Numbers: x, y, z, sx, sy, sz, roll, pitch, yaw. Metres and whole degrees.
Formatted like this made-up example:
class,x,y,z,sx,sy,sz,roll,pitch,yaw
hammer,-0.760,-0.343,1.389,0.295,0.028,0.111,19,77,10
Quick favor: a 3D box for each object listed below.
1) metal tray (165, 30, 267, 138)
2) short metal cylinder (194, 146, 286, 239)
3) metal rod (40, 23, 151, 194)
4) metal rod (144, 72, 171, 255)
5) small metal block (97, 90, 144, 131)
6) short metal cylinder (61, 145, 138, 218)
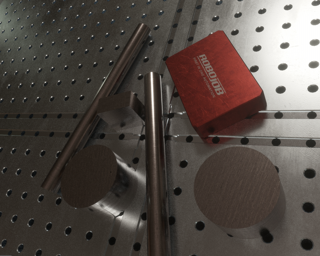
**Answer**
class,x,y,z,sx,sy,sz,roll,pitch,yaw
metal tray,0.068,-0.061,0.406,0.090,0.030,0.130,-27,53,11
short metal cylinder,0.080,0.065,0.310,0.080,0.050,0.080,-13,56,20
metal rod,-0.091,-0.040,0.478,0.025,0.025,0.300,15,69,34
metal rod,-0.005,0.052,0.377,0.025,0.025,0.299,-15,55,19
small metal block,-0.051,-0.023,0.431,0.050,0.050,0.025,-12,57,21
short metal cylinder,-0.075,0.067,0.389,0.080,0.050,0.080,-13,56,20
